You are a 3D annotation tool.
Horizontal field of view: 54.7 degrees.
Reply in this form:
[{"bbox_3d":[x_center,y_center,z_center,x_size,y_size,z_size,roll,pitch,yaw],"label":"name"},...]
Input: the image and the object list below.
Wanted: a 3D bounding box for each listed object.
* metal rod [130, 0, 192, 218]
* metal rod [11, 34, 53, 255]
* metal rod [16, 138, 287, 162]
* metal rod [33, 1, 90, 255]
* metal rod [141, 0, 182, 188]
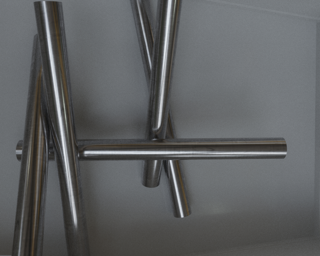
[{"bbox_3d":[0.001,-0.029,0.410,0.025,0.025,0.298,-13,95,-20],"label":"metal rod"},{"bbox_3d":[-0.123,0.034,0.305,0.025,0.025,0.299,4,66,-20],"label":"metal rod"},{"bbox_3d":[-0.008,0.025,0.357,0.302,0.025,0.025,0,90,-1],"label":"metal rod"},{"bbox_3d":[-0.099,0.027,0.328,0.025,0.025,0.298,-8,108,-20],"label":"metal rod"},{"bbox_3d":[0.003,-0.063,0.345,0.025,0.025,0.298,-3,117,-20],"label":"metal rod"}]
